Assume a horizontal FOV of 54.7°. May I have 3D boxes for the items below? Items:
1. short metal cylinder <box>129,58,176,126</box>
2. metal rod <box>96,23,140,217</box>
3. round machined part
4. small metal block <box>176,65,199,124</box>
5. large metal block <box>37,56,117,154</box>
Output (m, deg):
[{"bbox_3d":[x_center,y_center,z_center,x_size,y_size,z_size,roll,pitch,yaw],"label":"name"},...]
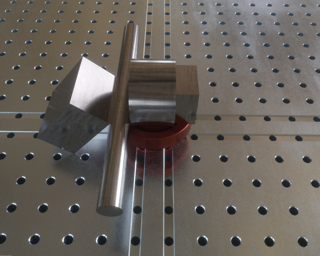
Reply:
[{"bbox_3d":[-0.008,-0.042,0.368,0.050,0.080,0.080,1,50,0],"label":"short metal cylinder"},{"bbox_3d":[-0.045,-0.037,0.384,0.025,0.025,0.300,1,50,0],"label":"metal rod"},{"bbox_3d":[-0.008,-0.011,0.404,0.099,0.042,0.098,0,50,0],"label":"round machined part"},{"bbox_3d":[0.030,-0.040,0.370,0.025,0.050,0.050,1,50,0],"label":"small metal block"},{"bbox_3d":[-0.102,-0.027,0.386,0.050,0.080,0.080,30,42,-30],"label":"large metal block"}]
